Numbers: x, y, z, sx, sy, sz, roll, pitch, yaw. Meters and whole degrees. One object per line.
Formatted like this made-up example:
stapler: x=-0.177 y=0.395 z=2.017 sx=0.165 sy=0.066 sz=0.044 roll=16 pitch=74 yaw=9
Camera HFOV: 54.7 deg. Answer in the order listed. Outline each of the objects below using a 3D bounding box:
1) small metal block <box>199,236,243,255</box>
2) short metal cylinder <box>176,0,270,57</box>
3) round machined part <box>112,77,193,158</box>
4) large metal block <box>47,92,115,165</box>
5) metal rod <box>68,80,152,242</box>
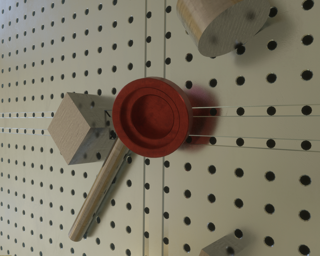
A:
small metal block: x=0.061 y=0.154 z=0.342 sx=0.025 sy=0.050 sz=0.050 roll=30 pitch=109 yaw=36
short metal cylinder: x=0.064 y=-0.119 z=0.320 sx=0.080 sy=0.081 sz=0.050 roll=-40 pitch=66 yaw=32
round machined part: x=-0.006 y=-0.015 z=0.387 sx=0.098 sy=0.042 sz=0.097 roll=5 pitch=105 yaw=19
large metal block: x=-0.126 y=0.001 z=0.494 sx=0.080 sy=0.050 sz=0.080 roll=51 pitch=120 yaw=27
metal rod: x=-0.076 y=0.061 z=0.469 sx=0.025 sy=0.025 sz=0.298 roll=43 pitch=116 yaw=31
